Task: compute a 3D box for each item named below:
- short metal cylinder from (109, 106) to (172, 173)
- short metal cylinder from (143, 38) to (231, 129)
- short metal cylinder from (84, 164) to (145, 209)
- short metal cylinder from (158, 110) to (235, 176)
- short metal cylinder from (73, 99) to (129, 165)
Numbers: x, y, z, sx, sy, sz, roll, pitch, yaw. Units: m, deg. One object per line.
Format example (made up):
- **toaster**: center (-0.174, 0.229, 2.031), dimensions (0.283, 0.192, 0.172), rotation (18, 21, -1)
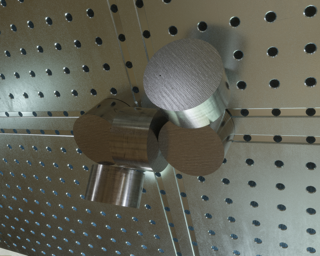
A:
- **short metal cylinder**: center (-0.020, 0.014, 0.393), dimensions (0.050, 0.080, 0.079), rotation (5, 121, 25)
- **short metal cylinder**: center (0.029, -0.045, 0.323), dimensions (0.080, 0.080, 0.050), rotation (8, 164, 23)
- **short metal cylinder**: center (-0.065, 0.086, 0.454), dimensions (0.080, 0.050, 0.080), rotation (9, 165, 3)
- **short metal cylinder**: center (0.045, 0.011, 0.376), dimensions (0.080, 0.050, 0.079), rotation (13, 124, 20)
- **short metal cylinder**: center (-0.073, 0.006, 0.434), dimensions (0.080, 0.050, 0.079), rotation (13, 124, 20)
